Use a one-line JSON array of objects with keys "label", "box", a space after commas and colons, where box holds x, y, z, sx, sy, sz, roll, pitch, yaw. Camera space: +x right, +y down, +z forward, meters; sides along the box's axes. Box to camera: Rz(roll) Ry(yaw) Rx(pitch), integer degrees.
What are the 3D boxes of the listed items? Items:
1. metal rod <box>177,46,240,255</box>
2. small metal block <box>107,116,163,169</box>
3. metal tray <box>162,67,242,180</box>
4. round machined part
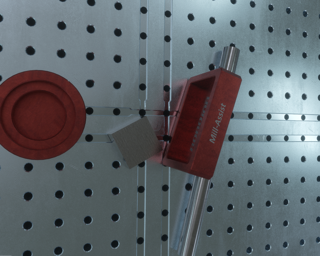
[{"label": "metal rod", "box": [0.070, 0.030, 0.439, 0.025, 0.025, 0.298, 15, 85, -20]}, {"label": "small metal block", "box": [-0.032, 0.018, 0.402, 0.050, 0.025, 0.050, -29, 100, -18]}, {"label": "metal tray", "box": [0.051, -0.006, 0.397, 0.030, 0.090, 0.129, 20, 83, -19]}, {"label": "round machined part", "box": [-0.137, -0.014, 0.353, 0.099, 0.042, 0.097, 0, 90, -21]}]
